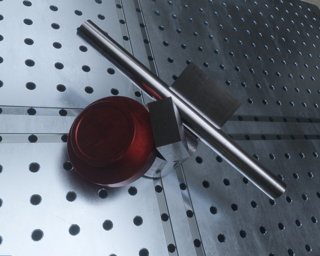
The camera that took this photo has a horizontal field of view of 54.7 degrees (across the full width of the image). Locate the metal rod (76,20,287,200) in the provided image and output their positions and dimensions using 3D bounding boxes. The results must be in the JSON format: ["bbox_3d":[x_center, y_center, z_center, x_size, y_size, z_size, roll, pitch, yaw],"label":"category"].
[{"bbox_3d":[0.026,-0.021,0.366,0.300,0.025,0.025,40,51,-1],"label":"metal rod"}]

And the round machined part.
[{"bbox_3d":[-0.053,0.010,0.325,0.098,0.042,0.098,-4,71,11],"label":"round machined part"}]

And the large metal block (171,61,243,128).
[{"bbox_3d":[0.055,-0.041,0.415,0.080,0.050,0.080,39,8,-2],"label":"large metal block"}]

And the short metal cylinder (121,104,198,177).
[{"bbox_3d":[-0.001,0.014,0.378,0.081,0.050,0.080,14,56,-21],"label":"short metal cylinder"}]

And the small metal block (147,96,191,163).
[{"bbox_3d":[0.010,0.003,0.324,0.025,0.050,0.050,-16,64,9],"label":"small metal block"}]
